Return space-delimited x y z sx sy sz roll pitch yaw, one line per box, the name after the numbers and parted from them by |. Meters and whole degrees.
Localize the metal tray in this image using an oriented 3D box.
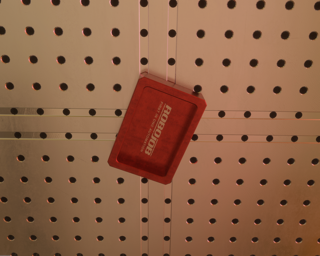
-0.006 0.003 0.411 0.090 0.030 0.129 20 109 -8 | metal tray
